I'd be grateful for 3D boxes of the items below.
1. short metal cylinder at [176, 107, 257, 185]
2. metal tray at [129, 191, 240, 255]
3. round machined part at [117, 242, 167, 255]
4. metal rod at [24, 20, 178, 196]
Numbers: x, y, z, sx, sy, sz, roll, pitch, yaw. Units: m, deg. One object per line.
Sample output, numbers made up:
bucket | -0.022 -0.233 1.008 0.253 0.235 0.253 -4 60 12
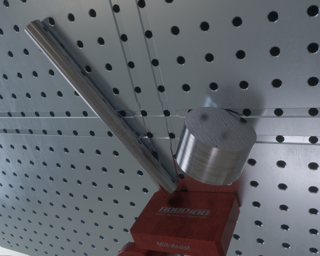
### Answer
short metal cylinder | 0.062 0.019 0.354 0.080 0.080 0.050 23 127 14
metal tray | 0.035 0.129 0.430 0.130 0.090 0.030 -5 116 30
round machined part | -0.026 0.243 0.565 0.098 0.042 0.097 13 124 21
metal rod | -0.077 -0.023 0.437 0.025 0.025 0.300 -33 100 38
